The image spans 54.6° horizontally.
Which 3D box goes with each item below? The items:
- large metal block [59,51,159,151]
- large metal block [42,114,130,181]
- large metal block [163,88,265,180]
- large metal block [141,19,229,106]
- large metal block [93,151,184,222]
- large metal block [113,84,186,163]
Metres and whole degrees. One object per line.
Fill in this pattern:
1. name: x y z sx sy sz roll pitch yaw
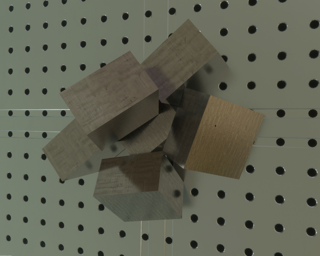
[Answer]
1. large metal block: -0.049 -0.025 0.334 0.080 0.080 0.050 -34 78 -9
2. large metal block: -0.092 0.022 0.415 0.080 0.080 0.050 -40 78 15
3. large metal block: 0.060 0.007 0.355 0.050 0.081 0.080 31 104 59
4. large metal block: 0.030 -0.073 0.373 0.080 0.080 0.050 -41 78 15
5. large metal block: -0.022 0.076 0.384 0.080 0.080 0.050 -9 51 20
6. large metal block: -0.015 -0.011 0.406 0.080 0.050 0.080 -41 77 15
